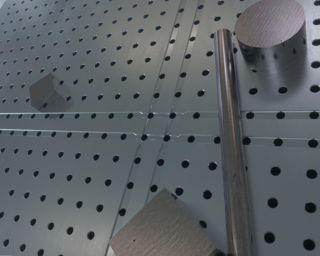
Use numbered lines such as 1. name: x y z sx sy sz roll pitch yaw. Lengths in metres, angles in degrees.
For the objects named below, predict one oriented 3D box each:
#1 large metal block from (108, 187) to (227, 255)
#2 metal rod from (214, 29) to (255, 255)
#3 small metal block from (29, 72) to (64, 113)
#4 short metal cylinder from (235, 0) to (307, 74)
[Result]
1. large metal block: 0.008 0.122 0.313 0.080 0.050 0.080 -44 51 -2
2. metal rod: 0.083 -0.003 0.366 0.025 0.025 0.299 -11 57 22
3. small metal block: -0.203 -0.064 0.554 0.050 0.025 0.050 -30 52 8
4. short metal cylinder: 0.140 -0.116 0.390 0.080 0.050 0.080 -13 56 21
